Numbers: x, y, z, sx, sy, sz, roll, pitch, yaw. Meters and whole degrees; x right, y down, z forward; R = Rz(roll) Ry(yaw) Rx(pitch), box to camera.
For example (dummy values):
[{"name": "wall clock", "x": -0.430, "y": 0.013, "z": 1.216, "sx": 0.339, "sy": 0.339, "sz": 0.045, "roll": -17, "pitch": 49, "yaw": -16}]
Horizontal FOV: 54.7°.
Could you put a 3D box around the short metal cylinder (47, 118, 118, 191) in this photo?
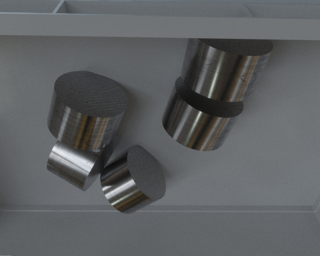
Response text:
[{"name": "short metal cylinder", "x": -0.096, "y": 0.032, "z": 0.391, "sx": 0.050, "sy": 0.080, "sz": 0.079, "roll": 30, "pitch": 127, "yaw": 3}]

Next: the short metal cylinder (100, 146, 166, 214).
[{"name": "short metal cylinder", "x": -0.036, "y": 0.073, "z": 0.435, "sx": 0.050, "sy": 0.080, "sz": 0.080, "roll": -33, "pitch": 123, "yaw": 24}]

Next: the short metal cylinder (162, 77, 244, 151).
[{"name": "short metal cylinder", "x": 0.048, "y": -0.019, "z": 0.357, "sx": 0.081, "sy": 0.080, "sz": 0.050, "roll": 12, "pitch": 129, "yaw": -11}]

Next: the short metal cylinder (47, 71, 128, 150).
[{"name": "short metal cylinder", "x": -0.083, "y": -0.021, "z": 0.354, "sx": 0.081, "sy": 0.080, "sz": 0.050, "roll": 16, "pitch": 128, "yaw": -14}]

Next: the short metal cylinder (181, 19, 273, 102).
[{"name": "short metal cylinder", "x": 0.066, "y": -0.070, "z": 0.314, "sx": 0.081, "sy": 0.080, "sz": 0.050, "roll": 6, "pitch": 130, "yaw": -6}]
